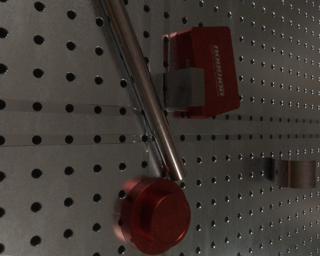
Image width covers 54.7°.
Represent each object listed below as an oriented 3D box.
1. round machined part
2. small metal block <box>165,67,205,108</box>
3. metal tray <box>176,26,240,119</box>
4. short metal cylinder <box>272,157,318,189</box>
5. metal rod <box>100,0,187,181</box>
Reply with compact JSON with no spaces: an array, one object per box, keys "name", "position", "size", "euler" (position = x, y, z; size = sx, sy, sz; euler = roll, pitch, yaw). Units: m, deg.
[{"name":"round machined part","position":[0.002,0.115,0.402],"size":[0.099,0.042,0.097],"euler":[0,90,-40]},{"name":"small metal block","position":[0.034,-0.054,0.423],"size":[0.025,0.050,0.050],"euler":[-4,93,-40]},{"name":"metal tray","position":[0.076,-0.085,0.472],"size":[0.091,0.030,0.129],"euler":[-17,101,-39]},{"name":"short metal cylinder","position":[0.257,0.083,0.593],"size":[0.081,0.080,0.050],"euler":[-1,91,-40]},{"name":"metal rod","position":[-0.025,-0.066,0.390],"size":[0.025,0.025,0.298],"euler":[-33,111,-35]}]
